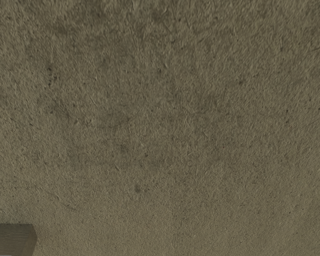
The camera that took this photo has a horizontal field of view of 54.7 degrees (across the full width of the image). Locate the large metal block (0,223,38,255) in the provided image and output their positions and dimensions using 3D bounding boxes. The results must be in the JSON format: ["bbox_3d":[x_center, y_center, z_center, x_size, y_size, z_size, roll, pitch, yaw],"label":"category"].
[{"bbox_3d":[-0.277,0.221,0.556,0.081,0.080,0.050,2,130,-2],"label":"large metal block"}]
